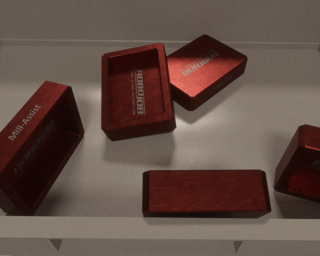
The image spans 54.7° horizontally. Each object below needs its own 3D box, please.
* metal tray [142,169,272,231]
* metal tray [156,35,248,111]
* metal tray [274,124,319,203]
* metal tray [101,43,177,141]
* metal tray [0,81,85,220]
[{"bbox_3d":[0.032,0.070,0.276,0.091,0.130,0.030,0,66,-1],"label":"metal tray"},{"bbox_3d":[0.059,-0.090,0.478,0.131,0.030,0.090,-36,59,-27],"label":"metal tray"},{"bbox_3d":[0.198,0.050,0.323,0.131,0.089,0.030,14,52,11],"label":"metal tray"},{"bbox_3d":[-0.031,-0.052,0.419,0.090,0.030,0.130,-10,59,6],"label":"metal tray"},{"bbox_3d":[-0.134,0.022,0.342,0.030,0.089,0.130,15,52,12],"label":"metal tray"}]
